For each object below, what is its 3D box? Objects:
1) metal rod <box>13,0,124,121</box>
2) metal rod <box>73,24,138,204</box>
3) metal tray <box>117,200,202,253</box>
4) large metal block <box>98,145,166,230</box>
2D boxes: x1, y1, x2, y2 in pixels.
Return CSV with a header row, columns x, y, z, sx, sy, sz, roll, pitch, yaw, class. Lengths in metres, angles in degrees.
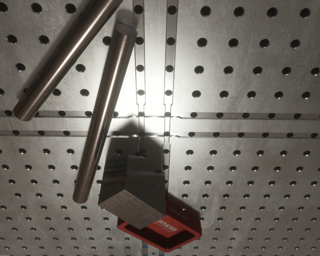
x,y,z,sx,sy,sz,roll,pitch,yaw,class
-0.075,-0.105,0.321,0.025,0.025,0.299,33,122,-26,metal rod
-0.083,0.005,0.414,0.025,0.025,0.298,14,129,-12,metal rod
0.001,0.173,0.555,0.090,0.030,0.130,-37,122,27,metal tray
-0.037,0.086,0.449,0.050,0.080,0.080,-34,123,25,large metal block
